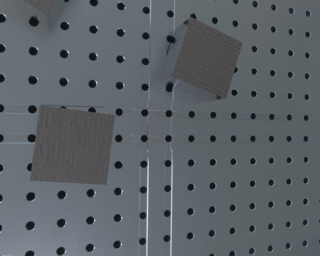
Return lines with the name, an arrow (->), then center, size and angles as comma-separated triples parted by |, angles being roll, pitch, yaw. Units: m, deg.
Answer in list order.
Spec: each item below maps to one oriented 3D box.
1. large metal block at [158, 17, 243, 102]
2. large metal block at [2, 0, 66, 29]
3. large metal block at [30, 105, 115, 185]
large metal block -> 0.054, -0.089, 0.419 | 0.080, 0.050, 0.080 | 20, 84, -19
large metal block -> -0.143, -0.174, 0.346 | 0.080, 0.050, 0.080 | 31, 80, -18
large metal block -> -0.102, 0.020, 0.362 | 0.081, 0.050, 0.080 | 7, 88, -20
